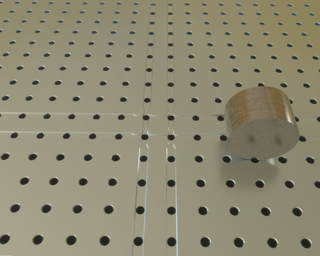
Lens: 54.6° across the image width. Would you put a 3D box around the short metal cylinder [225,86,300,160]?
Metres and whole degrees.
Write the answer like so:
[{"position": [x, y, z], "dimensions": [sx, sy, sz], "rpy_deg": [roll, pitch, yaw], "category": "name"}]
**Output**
[{"position": [0.121, -0.004, 0.376], "dimensions": [0.080, 0.080, 0.050], "rpy_deg": [2, 50, 2], "category": "short metal cylinder"}]
